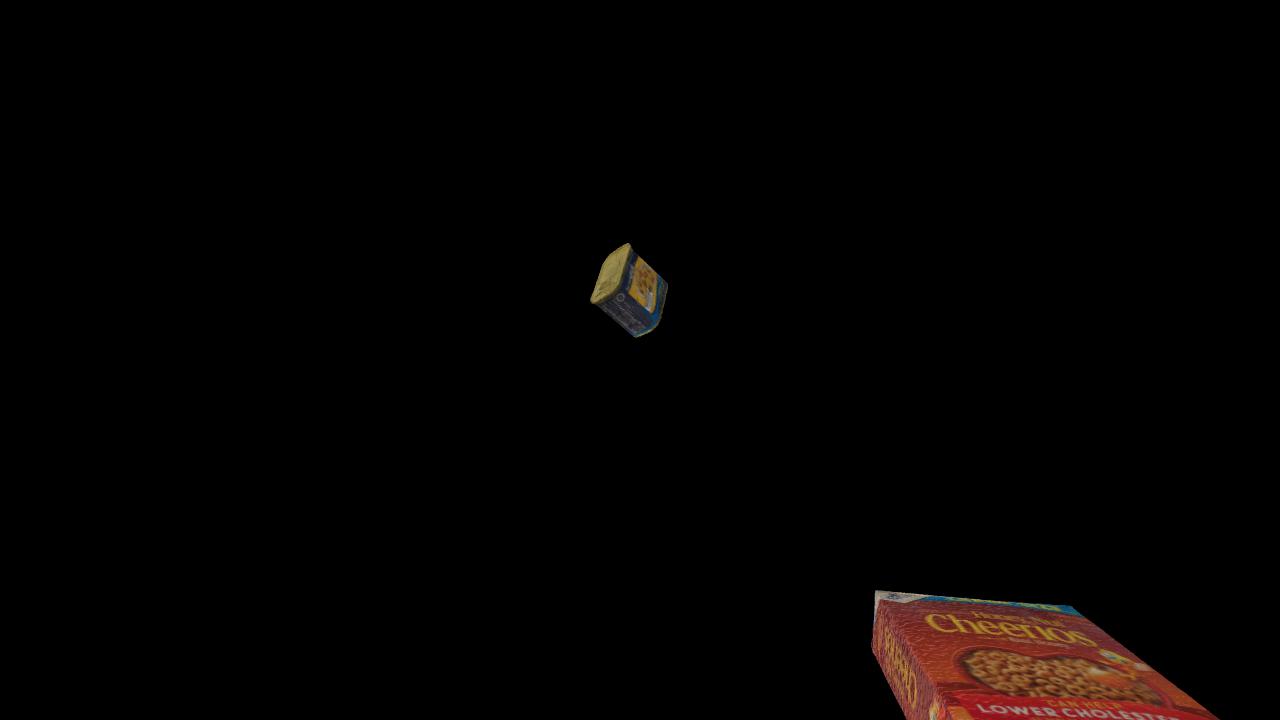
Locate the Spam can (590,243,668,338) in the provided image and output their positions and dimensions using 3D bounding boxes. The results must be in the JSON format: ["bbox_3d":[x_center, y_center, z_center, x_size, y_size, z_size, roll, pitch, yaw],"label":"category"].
[{"bbox_3d":[-0.012,-0.094,0.845,0.058,0.101,0.085,-25,-53,39],"label":"Spam can"}]

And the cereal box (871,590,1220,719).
[{"bbox_3d":[0.330,0.289,0.508,0.203,0.081,0.306,3,2,8],"label":"cereal box"}]
